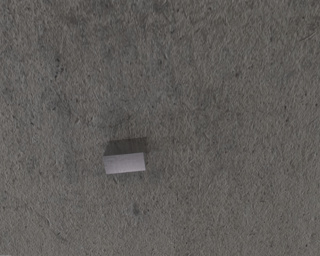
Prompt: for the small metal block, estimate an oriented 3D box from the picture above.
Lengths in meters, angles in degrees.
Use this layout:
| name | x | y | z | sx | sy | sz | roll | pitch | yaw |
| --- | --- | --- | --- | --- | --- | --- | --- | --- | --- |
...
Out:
| name | x | y | z | sx | sy | sz | roll | pitch | yaw |
| --- | --- | --- | --- | --- | --- | --- | --- | --- | --- |
| small metal block | -0.044 | 0.035 | 0.409 | 0.050 | 0.050 | 0.025 | -6 | 110 | 2 |
